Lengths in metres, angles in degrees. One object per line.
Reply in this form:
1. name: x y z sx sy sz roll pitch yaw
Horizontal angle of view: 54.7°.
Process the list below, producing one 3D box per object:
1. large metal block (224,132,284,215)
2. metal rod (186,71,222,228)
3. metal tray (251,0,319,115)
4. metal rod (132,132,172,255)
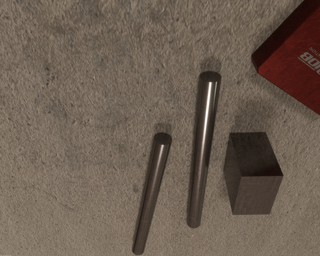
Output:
1. large metal block: 0.123 0.062 0.426 0.050 0.080 0.079 -1 130 0
2. metal rod: 0.059 0.054 0.454 0.025 0.025 0.298 0 130 0
3. metal tray: 0.181 -0.072 0.346 0.131 0.030 0.090 27 125 -22
4. metal rod: -0.019 0.126 0.514 0.025 0.025 0.298 7 130 -6
